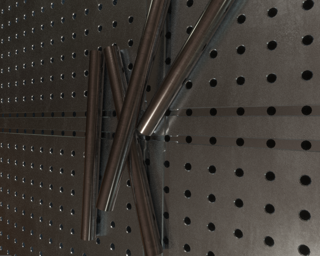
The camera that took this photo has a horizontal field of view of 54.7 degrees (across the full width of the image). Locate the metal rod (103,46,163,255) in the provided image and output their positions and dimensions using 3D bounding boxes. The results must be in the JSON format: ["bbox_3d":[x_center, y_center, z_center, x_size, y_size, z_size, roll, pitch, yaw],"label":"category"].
[{"bbox_3d":[-0.040,0.025,0.440,0.025,0.025,0.299,-21,77,38],"label":"metal rod"}]

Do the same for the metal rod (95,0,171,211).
[{"bbox_3d":[-0.036,-0.035,0.413,0.025,0.025,0.298,18,94,38],"label":"metal rod"}]

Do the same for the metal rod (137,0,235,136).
[{"bbox_3d":[0.051,-0.113,0.365,0.025,0.025,0.298,46,117,30],"label":"metal rod"}]

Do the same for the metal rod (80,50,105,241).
[{"bbox_3d":[-0.107,0.029,0.494,0.025,0.025,0.298,6,94,39],"label":"metal rod"}]
